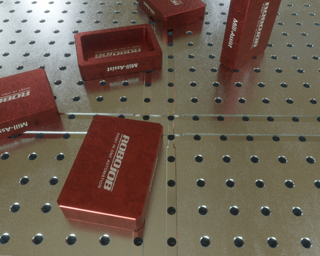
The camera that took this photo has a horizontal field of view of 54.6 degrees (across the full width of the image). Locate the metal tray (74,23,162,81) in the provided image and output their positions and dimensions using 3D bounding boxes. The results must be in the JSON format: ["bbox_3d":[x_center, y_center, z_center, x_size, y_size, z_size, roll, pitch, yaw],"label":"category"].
[{"bbox_3d":[-0.069,-0.128,0.511,0.131,0.030,0.090,-11,51,-9],"label":"metal tray"}]

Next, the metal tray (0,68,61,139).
[{"bbox_3d":[-0.215,-0.030,0.429,0.131,0.030,0.090,-19,53,-15],"label":"metal tray"}]

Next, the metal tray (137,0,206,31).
[{"bbox_3d":[0.019,-0.248,0.613,0.091,0.030,0.130,-21,53,-17],"label":"metal tray"}]

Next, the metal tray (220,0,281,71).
[{"bbox_3d":[0.141,-0.162,0.477,0.090,0.129,0.030,-35,58,-25],"label":"metal tray"}]

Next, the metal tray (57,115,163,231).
[{"bbox_3d":[-0.052,0.046,0.366,0.090,0.030,0.130,8,50,7],"label":"metal tray"}]
